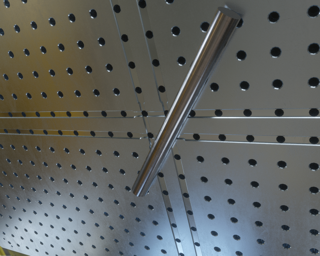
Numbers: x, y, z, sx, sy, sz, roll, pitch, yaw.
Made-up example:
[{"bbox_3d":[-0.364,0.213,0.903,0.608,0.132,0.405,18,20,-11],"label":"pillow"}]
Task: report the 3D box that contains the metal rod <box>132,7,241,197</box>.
[{"bbox_3d":[0.018,-0.007,0.397,0.025,0.025,0.298,32,129,8],"label":"metal rod"}]
